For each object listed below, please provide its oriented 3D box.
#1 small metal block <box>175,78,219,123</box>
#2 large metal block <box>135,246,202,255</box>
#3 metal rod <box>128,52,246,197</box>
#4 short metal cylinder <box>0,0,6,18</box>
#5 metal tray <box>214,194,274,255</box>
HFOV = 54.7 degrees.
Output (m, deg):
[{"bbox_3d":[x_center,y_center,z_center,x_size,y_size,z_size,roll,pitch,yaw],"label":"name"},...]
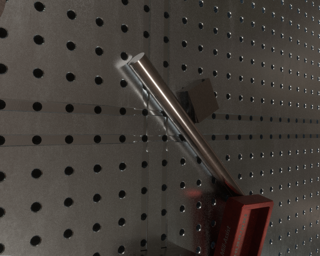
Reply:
[{"bbox_3d":[0.056,-0.041,0.459,0.050,0.025,0.050,-34,111,-35],"label":"small metal block"},{"bbox_3d":[0.009,0.206,0.403,0.081,0.050,0.080,11,83,-40],"label":"large metal block"},{"bbox_3d":[0.053,0.017,0.455,0.300,0.025,0.025,51,60,-28],"label":"metal rod"},{"bbox_3d":[-0.174,-0.108,0.248,0.081,0.050,0.079,0,90,-40],"label":"short metal cylinder"},{"bbox_3d":[0.135,0.177,0.504,0.091,0.030,0.129,6,98,-40],"label":"metal tray"}]
